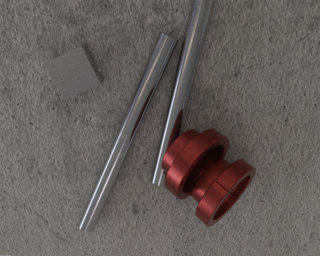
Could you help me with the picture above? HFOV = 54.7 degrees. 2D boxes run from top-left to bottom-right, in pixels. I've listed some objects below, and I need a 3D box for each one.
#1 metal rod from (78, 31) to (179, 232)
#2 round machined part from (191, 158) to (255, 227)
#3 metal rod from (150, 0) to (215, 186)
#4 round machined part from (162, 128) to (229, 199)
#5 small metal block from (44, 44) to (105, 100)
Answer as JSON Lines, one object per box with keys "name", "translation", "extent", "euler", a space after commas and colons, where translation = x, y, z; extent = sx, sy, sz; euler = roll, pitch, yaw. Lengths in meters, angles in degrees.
{"name": "metal rod", "translation": [-0.049, 0.018, 0.415], "extent": [0.025, 0.025, 0.298], "euler": [23, 108, -8]}
{"name": "round machined part", "translation": [0.079, 0.079, 0.411], "extent": [0.042, 0.099, 0.097], "euler": [39, 110, 27]}
{"name": "metal rod", "translation": [0.030, -0.062, 0.387], "extent": [0.025, 0.025, 0.298], "euler": [12, 110, -5]}
{"name": "round machined part", "translation": [0.041, 0.040, 0.397], "extent": [0.042, 0.099, 0.097], "euler": [39, 110, 27]}
{"name": "small metal block", "translation": [-0.105, -0.069, 0.383], "extent": [0.050, 0.025, 0.050], "euler": [-22, 109, 7]}
